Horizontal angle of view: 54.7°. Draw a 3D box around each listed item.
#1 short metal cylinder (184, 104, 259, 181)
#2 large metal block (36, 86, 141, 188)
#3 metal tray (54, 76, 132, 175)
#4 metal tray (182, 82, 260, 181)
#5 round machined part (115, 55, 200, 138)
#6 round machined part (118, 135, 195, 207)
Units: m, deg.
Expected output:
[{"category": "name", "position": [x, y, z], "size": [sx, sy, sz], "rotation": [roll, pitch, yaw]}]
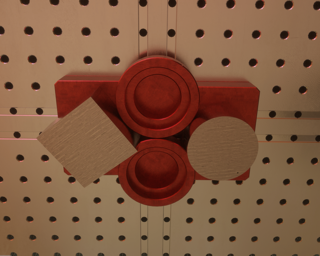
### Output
[{"category": "short metal cylinder", "position": [0.071, 0.016, 0.374], "size": [0.081, 0.050, 0.079], "rotation": [0, 110, 0]}, {"category": "large metal block", "position": [-0.081, 0.010, 0.371], "size": [0.080, 0.050, 0.080], "rotation": [-35, 107, 12]}, {"category": "metal tray", "position": [-0.083, -0.002, 0.409], "size": [0.091, 0.030, 0.129], "rotation": [0, 110, -2]}, {"category": "metal tray", "position": [0.076, 0.006, 0.411], "size": [0.091, 0.030, 0.129], "rotation": [1, 110, -1]}, {"category": "round machined part", "position": [-0.003, -0.040, 0.380], "size": [0.099, 0.042, 0.097], "rotation": [0, 110, 0]}, {"category": "round machined part", "position": [-0.004, 0.052, 0.414], "size": [0.099, 0.042, 0.097], "rotation": [0, 110, 0]}]
